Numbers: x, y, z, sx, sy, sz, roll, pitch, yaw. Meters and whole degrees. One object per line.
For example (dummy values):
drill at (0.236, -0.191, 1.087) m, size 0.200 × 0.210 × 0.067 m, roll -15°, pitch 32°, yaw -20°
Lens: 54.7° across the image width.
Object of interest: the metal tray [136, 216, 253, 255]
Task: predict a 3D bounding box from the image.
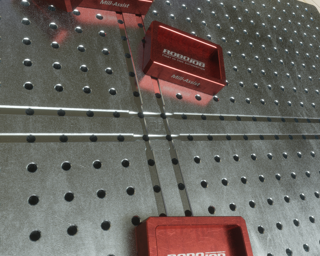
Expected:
metal tray at (0.043, 0.146, 0.340) m, size 0.131 × 0.030 × 0.090 m, roll 7°, pitch 58°, yaw -25°

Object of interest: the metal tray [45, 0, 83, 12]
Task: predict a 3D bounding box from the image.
metal tray at (-0.129, -0.236, 0.444) m, size 0.090 × 0.030 × 0.130 m, roll 30°, pitch 68°, yaw 6°

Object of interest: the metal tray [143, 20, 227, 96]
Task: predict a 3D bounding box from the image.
metal tray at (0.040, -0.111, 0.496) m, size 0.131 × 0.030 × 0.090 m, roll 14°, pitch 56°, yaw -21°

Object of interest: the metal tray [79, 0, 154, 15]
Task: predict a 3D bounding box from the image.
metal tray at (-0.084, -0.235, 0.503) m, size 0.131 × 0.030 × 0.090 m, roll -5°, pitch 64°, yaw -31°
